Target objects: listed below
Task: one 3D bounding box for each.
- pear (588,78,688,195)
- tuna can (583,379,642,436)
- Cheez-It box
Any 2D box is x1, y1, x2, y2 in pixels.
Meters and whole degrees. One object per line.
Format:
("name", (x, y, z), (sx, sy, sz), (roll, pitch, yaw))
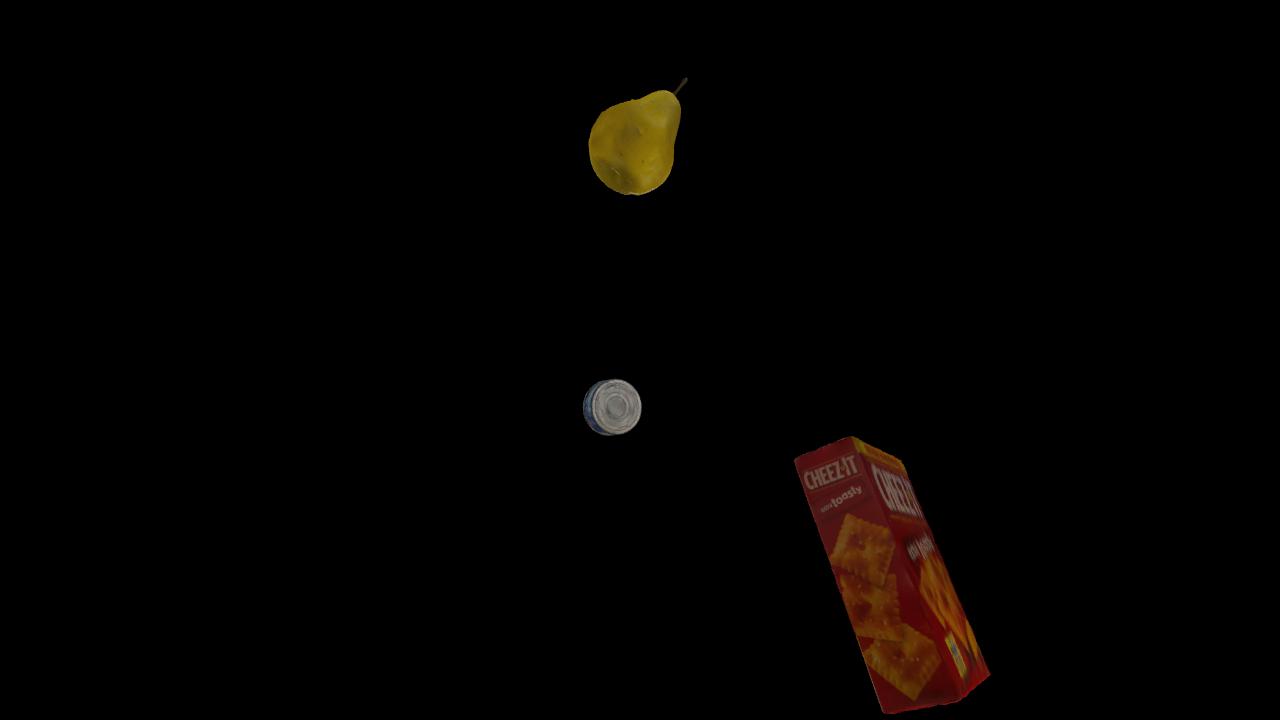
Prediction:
("pear", (0.005, -0.200, 0.538), (0.080, 0.111, 0.080), (32, -21, 14))
("tuna can", (-0.040, 0.070, 0.912), (0.084, 0.084, 0.034), (0, -7, -26))
("Cheez-It box", (0.240, 0.196, 0.585), (0.071, 0.223, 0.166), (-29, -31, 26))
